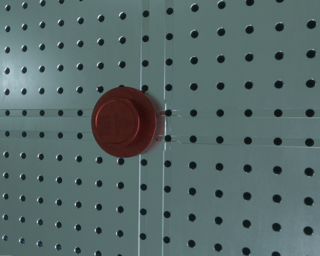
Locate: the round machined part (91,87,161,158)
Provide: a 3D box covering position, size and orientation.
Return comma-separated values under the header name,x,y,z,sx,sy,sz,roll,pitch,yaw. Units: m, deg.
name,x,y,z,sx,sy,sz,roll,pitch,yaw
round machined part,-0.051,-0.008,0.421,0.098,0.042,0.097,0,90,19
